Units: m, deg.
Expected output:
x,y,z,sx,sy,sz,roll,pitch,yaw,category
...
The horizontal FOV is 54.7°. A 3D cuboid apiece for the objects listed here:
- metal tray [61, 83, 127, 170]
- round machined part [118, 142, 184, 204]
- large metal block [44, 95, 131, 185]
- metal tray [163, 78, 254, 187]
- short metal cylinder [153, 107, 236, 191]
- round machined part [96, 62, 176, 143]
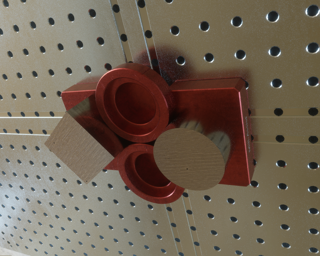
x,y,z,sx,sy,sz,roll,pitch,yaw,category
-0.080,0.000,0.450,0.090,0.030,0.129,0,119,27,metal tray
-0.005,0.052,0.423,0.098,0.042,0.097,13,124,21,round machined part
-0.096,0.017,0.417,0.080,0.050,0.080,45,129,-3,large metal block
0.061,0.007,0.378,0.090,0.030,0.129,1,119,28,metal tray
0.040,0.023,0.348,0.080,0.050,0.079,13,124,21,short metal cylinder
-0.026,-0.034,0.381,0.098,0.042,0.097,13,124,21,round machined part
